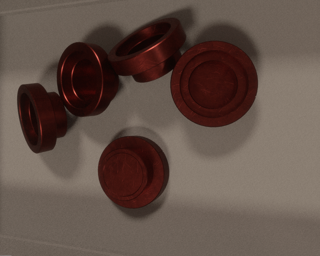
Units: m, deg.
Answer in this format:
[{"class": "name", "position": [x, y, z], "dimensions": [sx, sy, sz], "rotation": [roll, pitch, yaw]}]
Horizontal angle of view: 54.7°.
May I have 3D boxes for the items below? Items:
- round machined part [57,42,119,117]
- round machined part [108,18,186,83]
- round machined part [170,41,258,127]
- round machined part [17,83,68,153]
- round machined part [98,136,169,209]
[{"class": "round machined part", "position": [-0.094, -0.065, 0.423], "dimensions": [0.098, 0.042, 0.097], "rotation": [7, 101, 38]}, {"class": "round machined part", "position": [-0.012, -0.093, 0.386], "dimensions": [0.098, 0.098, 0.042], "rotation": [-19, 123, 18]}, {"class": "round machined part", "position": [0.062, -0.051, 0.370], "dimensions": [0.099, 0.042, 0.097], "rotation": [0, 94, 4]}, {"class": "round machined part", "position": [-0.166, -0.016, 0.443], "dimensions": [0.098, 0.042, 0.097], "rotation": [20, 117, 48]}, {"class": "round machined part", "position": [-0.041, 0.059, 0.415], "dimensions": [0.098, 0.042, 0.097], "rotation": [0, 90, 19]}]
